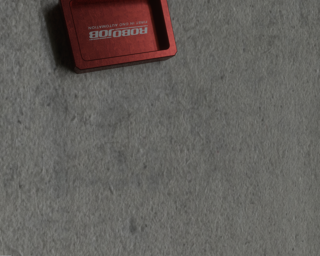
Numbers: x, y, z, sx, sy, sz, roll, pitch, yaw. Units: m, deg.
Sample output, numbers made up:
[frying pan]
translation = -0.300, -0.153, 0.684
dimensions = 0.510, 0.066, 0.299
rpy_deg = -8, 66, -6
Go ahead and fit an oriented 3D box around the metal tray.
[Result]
[metal tray]
translation = -0.051, -0.124, 0.388
dimensions = 0.131, 0.030, 0.089
rpy_deg = -14, 95, -20
